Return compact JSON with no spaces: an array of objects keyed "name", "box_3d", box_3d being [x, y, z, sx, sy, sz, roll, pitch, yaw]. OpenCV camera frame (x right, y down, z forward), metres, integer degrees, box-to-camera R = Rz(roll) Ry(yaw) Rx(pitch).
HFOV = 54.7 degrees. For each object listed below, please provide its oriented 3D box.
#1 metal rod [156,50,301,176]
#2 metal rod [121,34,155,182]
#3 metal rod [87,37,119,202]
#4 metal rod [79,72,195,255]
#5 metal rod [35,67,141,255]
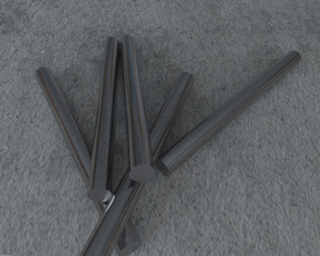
[{"name":"metal rod","box_3d":[0.110,-0.034,0.433,0.302,0.025,0.025,-37,59,-27]},{"name":"metal rod","box_3d":[-0.036,-0.052,0.413,0.025,0.025,0.300,-5,40,-5]},{"name":"metal rod","box_3d":[-0.070,-0.038,0.415,0.025,0.025,0.300,-3,45,-3]},{"name":"metal rod","box_3d":[-0.010,0.023,0.362,0.025,0.025,0.301,16,45,12]},{"name":"metal rod","box_3d":[-0.103,0.018,0.386,0.025,0.025,0.300,-23,54,-19]}]
